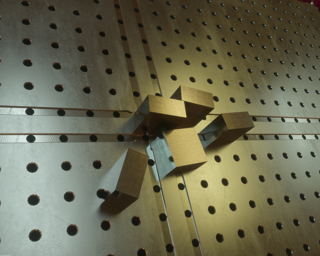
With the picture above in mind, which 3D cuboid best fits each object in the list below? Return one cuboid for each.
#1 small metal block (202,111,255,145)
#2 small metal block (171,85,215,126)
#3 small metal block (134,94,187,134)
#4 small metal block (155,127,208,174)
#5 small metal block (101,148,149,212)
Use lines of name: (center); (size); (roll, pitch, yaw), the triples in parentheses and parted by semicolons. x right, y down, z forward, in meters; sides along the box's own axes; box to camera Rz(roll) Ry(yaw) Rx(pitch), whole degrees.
small metal block: (0.098, 0.001, 0.447); (0.050, 0.050, 0.025); (-5, 65, -31)
small metal block: (0.040, -0.030, 0.434); (0.050, 0.050, 0.025); (12, 57, -22)
small metal block: (-0.001, -0.016, 0.402); (0.050, 0.050, 0.025); (8, 58, -24)
small metal block: (0.028, 0.029, 0.407); (0.050, 0.025, 0.050); (-6, 65, -31)
small metal block: (-0.038, 0.057, 0.338); (0.025, 0.050, 0.050); (24, 53, -14)
